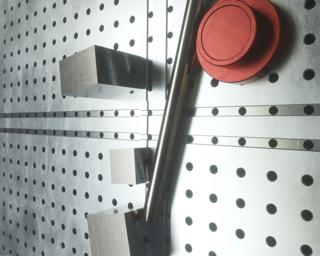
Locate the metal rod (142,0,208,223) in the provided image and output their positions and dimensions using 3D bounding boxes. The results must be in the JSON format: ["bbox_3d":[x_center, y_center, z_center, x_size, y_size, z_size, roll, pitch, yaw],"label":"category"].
[{"bbox_3d":[0.018,-0.022,0.394,0.025,0.025,0.298,19,102,38],"label":"metal rod"}]

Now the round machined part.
[{"bbox_3d":[0.080,-0.097,0.333,0.098,0.042,0.097,0,90,40],"label":"round machined part"}]

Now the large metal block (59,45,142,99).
[{"bbox_3d":[-0.085,-0.076,0.444,0.080,0.081,0.050,-9,84,39],"label":"large metal block"}]

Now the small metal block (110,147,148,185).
[{"bbox_3d":[-0.045,0.054,0.447,0.050,0.025,0.050,-6,86,39],"label":"small metal block"}]

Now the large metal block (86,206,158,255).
[{"bbox_3d":[-0.054,0.157,0.438,0.080,0.050,0.080,-15,80,39],"label":"large metal block"}]
